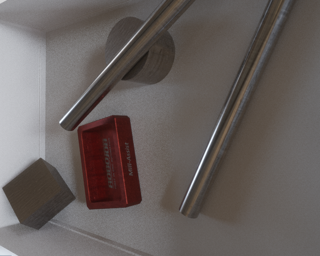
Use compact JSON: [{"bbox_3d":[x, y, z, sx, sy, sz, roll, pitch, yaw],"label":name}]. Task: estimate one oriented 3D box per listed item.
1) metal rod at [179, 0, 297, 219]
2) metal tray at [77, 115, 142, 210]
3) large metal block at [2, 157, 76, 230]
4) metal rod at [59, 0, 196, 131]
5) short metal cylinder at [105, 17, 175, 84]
[{"bbox_3d":[0.085,-0.032,0.335,0.025,0.025,0.298,32,110,35],"label":"metal rod"},{"bbox_3d":[-0.078,0.053,0.465,0.090,0.030,0.129,-15,81,38],"label":"metal tray"},{"bbox_3d":[-0.208,0.113,0.534,0.080,0.050,0.080,-40,59,-9],"label":"large metal block"},{"bbox_3d":[-0.036,-0.087,0.369,0.299,0.025,0.025,-40,66,32],"label":"metal rod"},{"bbox_3d":[-0.027,-0.100,0.411,0.080,0.050,0.079,0,90,39],"label":"short metal cylinder"}]
